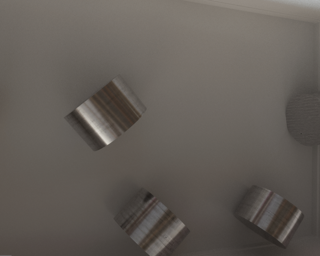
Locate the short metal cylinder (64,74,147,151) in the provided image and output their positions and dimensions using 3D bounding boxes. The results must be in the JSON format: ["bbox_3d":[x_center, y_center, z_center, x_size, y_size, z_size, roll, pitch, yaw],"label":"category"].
[{"bbox_3d":[-0.062,-0.018,0.359,0.080,0.080,0.050,-42,104,-15],"label":"short metal cylinder"}]

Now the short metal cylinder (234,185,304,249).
[{"bbox_3d":[0.153,0.125,0.440,0.080,0.080,0.050,40,77,-16],"label":"short metal cylinder"}]

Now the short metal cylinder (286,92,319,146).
[{"bbox_3d":[0.242,-0.016,0.473,0.050,0.080,0.079,-9,94,-20],"label":"short metal cylinder"}]

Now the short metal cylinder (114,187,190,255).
[{"bbox_3d":[-0.010,0.119,0.379,0.050,0.080,0.080,-46,105,-14],"label":"short metal cylinder"}]
